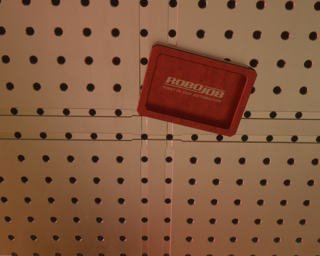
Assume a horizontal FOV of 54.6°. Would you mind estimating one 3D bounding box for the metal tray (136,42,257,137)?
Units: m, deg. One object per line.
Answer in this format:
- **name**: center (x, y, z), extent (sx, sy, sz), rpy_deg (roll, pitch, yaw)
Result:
- **metal tray**: center (0.044, -0.048, 0.393), extent (0.131, 0.030, 0.089), rpy_deg (13, 110, -5)
